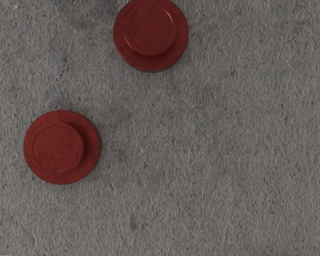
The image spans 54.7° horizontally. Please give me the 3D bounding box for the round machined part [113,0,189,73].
[{"bbox_3d":[-0.012,-0.123,0.401,0.099,0.042,0.097,0,90,0],"label":"round machined part"}]

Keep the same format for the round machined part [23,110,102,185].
[{"bbox_3d":[-0.128,0.025,0.400,0.099,0.042,0.097,0,90,0],"label":"round machined part"}]
